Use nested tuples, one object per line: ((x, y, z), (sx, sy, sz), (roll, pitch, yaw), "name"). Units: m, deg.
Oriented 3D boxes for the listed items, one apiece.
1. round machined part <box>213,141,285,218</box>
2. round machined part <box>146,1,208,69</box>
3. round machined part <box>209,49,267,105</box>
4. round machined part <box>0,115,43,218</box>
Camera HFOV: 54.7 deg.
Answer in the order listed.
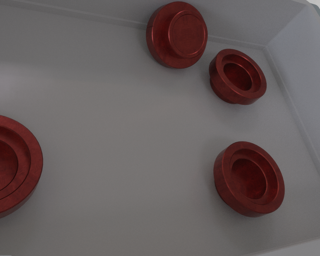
((0.113, 0.070, 0.412), (0.099, 0.042, 0.098), (14, 56, -21), "round machined part")
((0.032, -0.138, 0.464), (0.099, 0.042, 0.097), (-6, 103, -28), "round machined part")
((0.121, -0.078, 0.508), (0.099, 0.042, 0.098), (14, 56, -21), "round machined part")
((-0.162, 0.038, 0.284), (0.099, 0.042, 0.098), (14, 56, -21), "round machined part")
